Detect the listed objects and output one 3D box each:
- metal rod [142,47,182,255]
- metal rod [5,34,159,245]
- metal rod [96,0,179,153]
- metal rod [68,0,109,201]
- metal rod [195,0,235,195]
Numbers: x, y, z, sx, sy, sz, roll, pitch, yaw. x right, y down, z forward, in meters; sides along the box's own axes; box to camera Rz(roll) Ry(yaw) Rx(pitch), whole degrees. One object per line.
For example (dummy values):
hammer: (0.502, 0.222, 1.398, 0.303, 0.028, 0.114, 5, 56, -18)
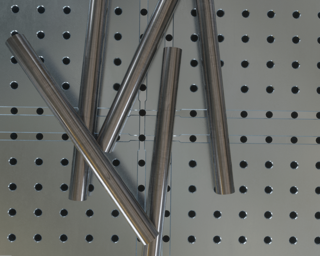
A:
metal rod: (0.002, 0.043, 0.413, 0.025, 0.025, 0.298, 6, 90, -1)
metal rod: (-0.096, 0.015, 0.386, 0.025, 0.025, 0.299, -34, 91, 0)
metal rod: (-0.016, -0.108, 0.413, 0.025, 0.025, 0.299, 24, 90, -1)
metal rod: (-0.093, -0.054, 0.412, 0.025, 0.025, 0.298, 6, 90, -1)
metal rod: (0.071, -0.062, 0.414, 0.025, 0.025, 0.298, -6, 90, 0)
